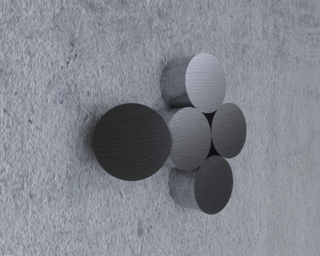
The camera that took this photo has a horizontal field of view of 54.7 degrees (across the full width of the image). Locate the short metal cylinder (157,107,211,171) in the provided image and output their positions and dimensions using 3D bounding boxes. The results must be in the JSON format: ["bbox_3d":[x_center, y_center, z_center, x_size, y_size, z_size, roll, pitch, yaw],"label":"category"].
[{"bbox_3d":[0.022,0.013,0.408,0.081,0.050,0.080,0,90,-40],"label":"short metal cylinder"}]

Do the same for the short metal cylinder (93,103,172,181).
[{"bbox_3d":[-0.027,0.015,0.340,0.080,0.050,0.080,0,89,4],"label":"short metal cylinder"}]

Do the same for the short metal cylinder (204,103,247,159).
[{"bbox_3d":[0.084,0.004,0.460,0.081,0.050,0.080,0,90,-40],"label":"short metal cylinder"}]

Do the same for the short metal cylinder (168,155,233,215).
[{"bbox_3d":[0.058,0.077,0.439,0.081,0.050,0.080,0,90,-40],"label":"short metal cylinder"}]

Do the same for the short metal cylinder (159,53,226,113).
[{"bbox_3d":[0.046,-0.060,0.428,0.081,0.050,0.080,0,90,-40],"label":"short metal cylinder"}]
